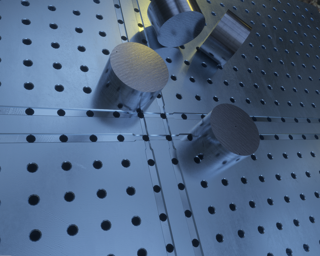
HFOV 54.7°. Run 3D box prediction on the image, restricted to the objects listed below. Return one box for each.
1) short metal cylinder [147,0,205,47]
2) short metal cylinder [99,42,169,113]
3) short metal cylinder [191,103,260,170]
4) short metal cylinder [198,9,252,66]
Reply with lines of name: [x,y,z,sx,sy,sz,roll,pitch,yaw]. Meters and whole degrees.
short metal cylinder: [0.026,-0.175,0.496,0.081,0.080,0.050,-7,66,-32]
short metal cylinder: [-0.035,-0.067,0.416,0.081,0.050,0.080,14,56,-21]
short metal cylinder: [0.091,0.012,0.436,0.081,0.050,0.080,14,56,-21]
short metal cylinder: [0.110,-0.153,0.528,0.050,0.080,0.080,36,51,-5]
